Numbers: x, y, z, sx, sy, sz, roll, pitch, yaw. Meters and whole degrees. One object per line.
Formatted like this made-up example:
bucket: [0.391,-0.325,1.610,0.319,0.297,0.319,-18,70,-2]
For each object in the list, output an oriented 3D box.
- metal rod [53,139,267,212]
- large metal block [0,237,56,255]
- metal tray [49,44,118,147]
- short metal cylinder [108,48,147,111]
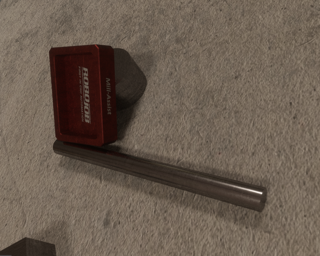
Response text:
metal rod: [-0.024,0.049,0.384,0.300,0.025,0.025,10,67,32]
large metal block: [-0.167,0.187,0.359,0.080,0.050,0.080,-30,52,8]
metal tray: [-0.105,-0.045,0.423,0.090,0.030,0.129,5,102,31]
short metal cylinder: [-0.067,-0.073,0.466,0.080,0.050,0.080,-13,56,20]
